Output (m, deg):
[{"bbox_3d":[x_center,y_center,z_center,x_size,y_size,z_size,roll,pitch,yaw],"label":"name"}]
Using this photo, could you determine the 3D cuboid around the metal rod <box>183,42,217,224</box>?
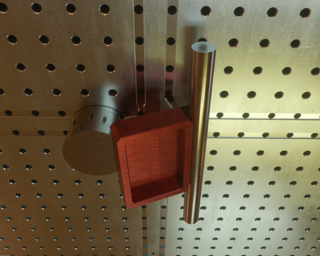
[{"bbox_3d":[0.047,0.032,0.406,0.025,0.025,0.298,-1,130,0],"label":"metal rod"}]

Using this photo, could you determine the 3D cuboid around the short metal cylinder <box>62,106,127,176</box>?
[{"bbox_3d":[-0.082,0.017,0.408,0.081,0.050,0.079,0,130,0],"label":"short metal cylinder"}]

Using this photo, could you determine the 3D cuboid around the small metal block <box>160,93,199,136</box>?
[{"bbox_3d":[0.031,-0.015,0.399,0.050,0.025,0.050,-12,130,9],"label":"small metal block"}]

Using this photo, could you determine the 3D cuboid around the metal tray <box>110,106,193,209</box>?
[{"bbox_3d":[-0.008,0.041,0.391,0.091,0.030,0.129,-14,132,-14],"label":"metal tray"}]

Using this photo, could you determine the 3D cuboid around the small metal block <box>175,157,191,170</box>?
[{"bbox_3d":[0.020,0.052,0.455,0.050,0.025,0.050,32,123,-25],"label":"small metal block"}]
